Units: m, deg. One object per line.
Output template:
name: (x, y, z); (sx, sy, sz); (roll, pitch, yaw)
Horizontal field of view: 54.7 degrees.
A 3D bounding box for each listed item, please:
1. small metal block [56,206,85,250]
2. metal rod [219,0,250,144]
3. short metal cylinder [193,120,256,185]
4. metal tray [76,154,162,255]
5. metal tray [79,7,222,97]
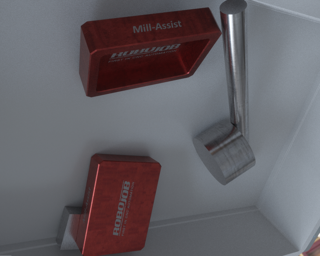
small metal block: (-0.110, 0.137, 0.426); (0.050, 0.025, 0.050); (13, 95, -34)
metal rod: (0.104, -0.028, 0.406); (0.025, 0.025, 0.299); (-32, 143, -8)
short metal cylinder: (0.091, 0.035, 0.447); (0.050, 0.080, 0.080); (-32, 129, -8)
metal tray: (-0.055, 0.103, 0.417); (0.091, 0.030, 0.129); (7, 99, -32)
metal tray: (-0.014, -0.076, 0.319); (0.131, 0.030, 0.090); (-15, 164, -21)
